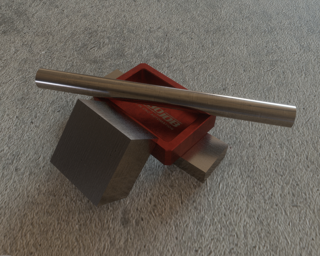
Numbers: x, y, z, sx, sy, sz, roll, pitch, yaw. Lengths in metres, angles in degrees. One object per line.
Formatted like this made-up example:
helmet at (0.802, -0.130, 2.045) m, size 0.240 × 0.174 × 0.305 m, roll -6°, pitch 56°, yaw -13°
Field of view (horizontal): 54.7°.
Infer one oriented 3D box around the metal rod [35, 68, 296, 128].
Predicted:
metal rod at (0.000, -0.037, 0.364) m, size 0.302 × 0.025 × 0.025 m, roll 9°, pitch 51°, yaw 7°

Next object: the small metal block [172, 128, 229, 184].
small metal block at (0.047, 0.031, 0.379) m, size 0.050 × 0.025 × 0.050 m, roll 31°, pitch 56°, yaw 23°

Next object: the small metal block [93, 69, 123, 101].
small metal block at (-0.064, -0.053, 0.448) m, size 0.050 × 0.025 × 0.050 m, roll 37°, pitch 59°, yaw 26°

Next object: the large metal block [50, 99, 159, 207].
large metal block at (-0.062, 0.024, 0.337) m, size 0.080 × 0.080 × 0.050 m, roll 35°, pitch 17°, yaw 26°

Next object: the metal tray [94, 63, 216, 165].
metal tray at (-0.007, -0.023, 0.387) m, size 0.130 × 0.030 × 0.090 m, roll 36°, pitch 58°, yaw 26°
